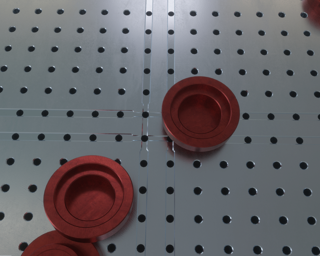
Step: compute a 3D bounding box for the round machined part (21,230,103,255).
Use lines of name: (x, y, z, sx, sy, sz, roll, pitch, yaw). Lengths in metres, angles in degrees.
round machined part: (-0.113, 0.163, 0.343, 0.099, 0.042, 0.098, 0, 70, 0)

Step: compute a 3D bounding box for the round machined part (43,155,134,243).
round machined part: (-0.081, 0.084, 0.363, 0.099, 0.042, 0.098, 3, 56, -5)

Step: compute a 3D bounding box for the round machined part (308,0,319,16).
round machined part: (0.288, -0.217, 0.484, 0.099, 0.042, 0.098, 0, 70, 0)

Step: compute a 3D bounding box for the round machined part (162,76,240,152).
round machined part: (0.051, -0.015, 0.409, 0.099, 0.042, 0.098, 0, 70, 0)
